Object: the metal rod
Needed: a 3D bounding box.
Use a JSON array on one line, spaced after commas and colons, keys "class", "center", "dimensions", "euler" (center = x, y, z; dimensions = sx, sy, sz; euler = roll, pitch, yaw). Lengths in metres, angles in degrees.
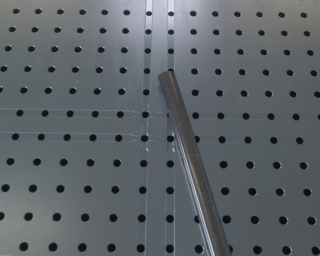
[{"class": "metal rod", "center": [0.046, 0.062, 0.389], "dimensions": [0.025, 0.025, 0.299], "euler": [-14, 71, -5]}]
